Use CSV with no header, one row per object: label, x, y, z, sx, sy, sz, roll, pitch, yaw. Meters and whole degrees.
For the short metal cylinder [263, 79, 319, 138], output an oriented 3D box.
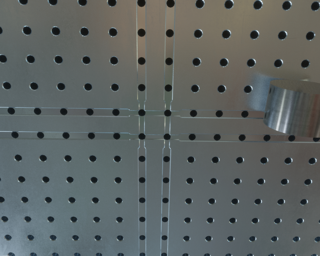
short metal cylinder,0.171,-0.026,0.377,0.081,0.080,0.050,3,110,-2
